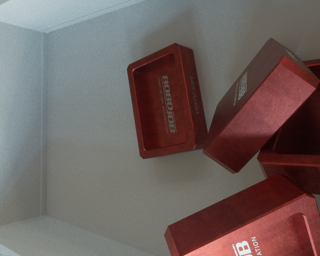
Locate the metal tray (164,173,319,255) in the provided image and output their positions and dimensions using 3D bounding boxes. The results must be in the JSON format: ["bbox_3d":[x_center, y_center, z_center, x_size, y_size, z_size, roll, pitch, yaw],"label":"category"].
[{"bbox_3d":[0.069,0.106,0.210,0.030,0.090,0.129,-126,12,-70],"label":"metal tray"}]

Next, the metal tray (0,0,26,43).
[{"bbox_3d":[-0.353,-0.253,0.698,0.130,0.030,0.089,29,108,36],"label":"metal tray"}]

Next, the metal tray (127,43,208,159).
[{"bbox_3d":[0.007,-0.031,0.397,0.090,0.030,0.129,-15,80,39],"label":"metal tray"}]

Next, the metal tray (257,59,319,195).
[{"bbox_3d":[0.138,-0.009,0.233,0.090,0.130,0.030,-2,130,40],"label":"metal tray"}]

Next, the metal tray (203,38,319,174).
[{"bbox_3d":[0.083,-0.027,0.272,0.030,0.130,0.090,35,116,0],"label":"metal tray"}]
